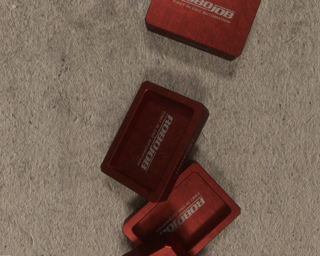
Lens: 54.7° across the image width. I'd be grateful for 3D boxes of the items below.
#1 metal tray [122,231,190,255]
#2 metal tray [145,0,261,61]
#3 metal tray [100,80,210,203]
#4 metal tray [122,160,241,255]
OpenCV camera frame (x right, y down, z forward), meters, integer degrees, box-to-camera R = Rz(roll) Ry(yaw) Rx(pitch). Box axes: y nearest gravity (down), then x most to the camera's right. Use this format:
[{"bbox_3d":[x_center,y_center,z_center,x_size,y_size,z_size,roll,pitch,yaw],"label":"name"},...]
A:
[{"bbox_3d":[0.011,0.203,0.387,0.090,0.030,0.130,-33,101,12],"label":"metal tray"},{"bbox_3d":[0.056,-0.154,0.408,0.131,0.030,0.090,20,90,-1],"label":"metal tray"},{"bbox_3d":[-0.007,0.016,0.389,0.090,0.030,0.130,26,89,24],"label":"metal tray"},{"bbox_3d":[0.028,0.117,0.407,0.130,0.030,0.090,-43,91,-1],"label":"metal tray"}]
